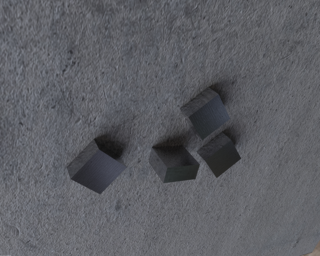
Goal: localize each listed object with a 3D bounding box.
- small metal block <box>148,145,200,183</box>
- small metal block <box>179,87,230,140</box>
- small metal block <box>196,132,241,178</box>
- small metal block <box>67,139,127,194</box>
[{"bbox_3d":[0.019,0.049,0.431,0.050,0.050,0.025,-2,119,-28],"label":"small metal block"},{"bbox_3d":[0.063,-0.020,0.429,0.050,0.025,0.050,-38,129,-3],"label":"small metal block"},{"bbox_3d":[0.093,0.043,0.484,0.050,0.025,0.050,-39,129,-2],"label":"small metal block"},{"bbox_3d":[-0.080,0.050,0.394,0.050,0.025,0.050,-46,129,4],"label":"small metal block"}]
